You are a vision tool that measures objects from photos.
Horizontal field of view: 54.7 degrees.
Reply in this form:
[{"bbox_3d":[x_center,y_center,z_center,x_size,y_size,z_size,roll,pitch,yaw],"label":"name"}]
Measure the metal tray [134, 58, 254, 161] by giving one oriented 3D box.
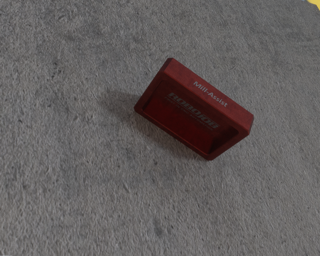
[{"bbox_3d":[0.041,-0.019,0.399,0.130,0.090,0.030,34,51,-6],"label":"metal tray"}]
